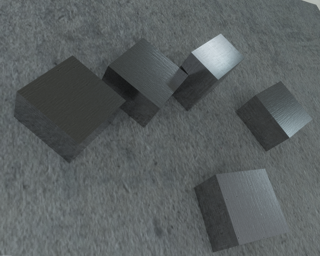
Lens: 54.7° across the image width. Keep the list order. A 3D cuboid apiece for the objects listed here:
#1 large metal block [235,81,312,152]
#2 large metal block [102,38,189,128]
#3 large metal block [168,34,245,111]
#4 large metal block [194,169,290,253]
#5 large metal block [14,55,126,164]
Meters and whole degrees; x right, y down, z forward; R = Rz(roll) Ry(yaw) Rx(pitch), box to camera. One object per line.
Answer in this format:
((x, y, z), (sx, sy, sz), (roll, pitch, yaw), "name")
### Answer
((0.185, -0.020, 0.503), (0.081, 0.050, 0.080), (-27, 77, -37), "large metal block")
((-0.022, -0.061, 0.415), (0.080, 0.050, 0.080), (40, 51, -2), "large metal block")
((0.065, -0.081, 0.455), (0.050, 0.080, 0.080), (47, 51, 4), "large metal block")
((0.099, 0.100, 0.382), (0.081, 0.050, 0.080), (-1, 62, -29), "large metal block")
((-0.100, -0.022, 0.348), (0.080, 0.050, 0.080), (41, 51, -1), "large metal block")
